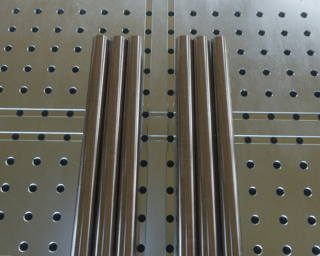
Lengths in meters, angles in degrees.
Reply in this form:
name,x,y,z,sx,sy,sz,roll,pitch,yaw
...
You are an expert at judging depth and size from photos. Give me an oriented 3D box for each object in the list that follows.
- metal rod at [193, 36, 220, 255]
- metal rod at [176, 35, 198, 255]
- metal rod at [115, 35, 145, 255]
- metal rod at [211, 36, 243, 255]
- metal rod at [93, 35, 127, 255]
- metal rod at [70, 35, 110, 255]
name,x,y,z,sx,sy,sz,roll,pitch,yaw
metal rod,0.058,0.011,0.407,0.025,0.025,0.299,1,70,0
metal rod,0.033,0.011,0.407,0.025,0.025,0.299,1,70,0
metal rod,-0.038,0.011,0.407,0.025,0.025,0.299,1,70,0
metal rod,0.085,0.012,0.407,0.025,0.025,0.299,1,70,0
metal rod,-0.063,0.011,0.407,0.025,0.025,0.299,1,70,0
metal rod,-0.089,0.010,0.407,0.025,0.025,0.299,1,70,0
